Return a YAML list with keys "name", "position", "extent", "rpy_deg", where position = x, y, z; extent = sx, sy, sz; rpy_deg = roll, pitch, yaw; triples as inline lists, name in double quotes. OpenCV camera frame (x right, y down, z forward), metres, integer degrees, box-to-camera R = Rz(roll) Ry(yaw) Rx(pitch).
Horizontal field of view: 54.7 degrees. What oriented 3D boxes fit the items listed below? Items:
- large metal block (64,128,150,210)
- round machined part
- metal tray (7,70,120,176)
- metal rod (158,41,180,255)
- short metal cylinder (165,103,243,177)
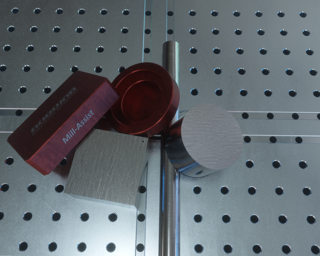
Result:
- name: "large metal block"
  position: [-0.060, 0.050, 0.379]
  extent: [0.080, 0.050, 0.080]
  rpy_deg: [10, 70, 3]
- name: "round machined part"
  position: [-0.020, -0.032, 0.400]
  extent: [0.098, 0.042, 0.098]
  rpy_deg: [-9, 67, 23]
- name: "metal tray"
  position: [-0.121, -0.013, 0.387]
  extent: [0.130, 0.030, 0.090]
  rpy_deg: [-50, 39, -16]
- name: "metal rod"
  position: [0.013, 0.019, 0.405]
  extent: [0.025, 0.025, 0.299]
  rpy_deg: [1, 70, 0]
- name: "short metal cylinder"
  position: [0.053, 0.016, 0.379]
  extent: [0.081, 0.050, 0.080]
  rpy_deg: [7, 69, -19]
